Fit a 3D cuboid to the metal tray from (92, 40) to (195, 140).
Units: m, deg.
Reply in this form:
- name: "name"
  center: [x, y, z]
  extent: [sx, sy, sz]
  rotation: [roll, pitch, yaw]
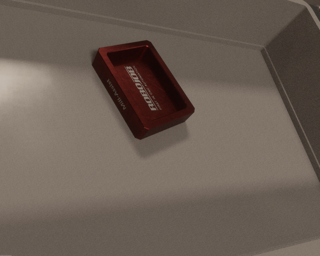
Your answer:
- name: "metal tray"
  center: [-0.022, -0.057, 0.426]
  extent: [0.091, 0.030, 0.130]
  rotation: [-22, 74, -36]
